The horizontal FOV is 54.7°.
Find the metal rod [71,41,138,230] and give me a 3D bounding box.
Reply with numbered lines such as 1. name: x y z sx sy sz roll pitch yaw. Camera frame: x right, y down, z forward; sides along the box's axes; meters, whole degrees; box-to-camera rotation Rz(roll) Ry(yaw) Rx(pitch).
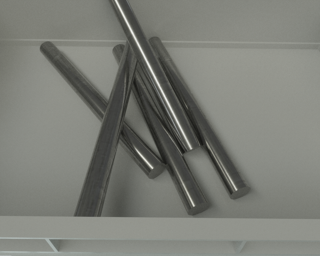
1. metal rod: -0.055 -0.022 0.388 0.025 0.025 0.300 5 50 4

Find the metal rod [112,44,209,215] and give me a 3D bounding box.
1. metal rod: -0.013 -0.020 0.421 0.025 0.025 0.300 -16 52 -14

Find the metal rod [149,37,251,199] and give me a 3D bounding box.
1. metal rod: 0.040 -0.036 0.435 0.025 0.025 0.299 -15 52 -13

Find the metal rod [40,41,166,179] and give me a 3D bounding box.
1. metal rod: -0.095 -0.041 0.438 0.025 0.025 0.300 -31 57 -23

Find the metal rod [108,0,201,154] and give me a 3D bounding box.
1. metal rod: -0.024 -0.105 0.413 0.025 0.025 0.299 -22 79 -18
